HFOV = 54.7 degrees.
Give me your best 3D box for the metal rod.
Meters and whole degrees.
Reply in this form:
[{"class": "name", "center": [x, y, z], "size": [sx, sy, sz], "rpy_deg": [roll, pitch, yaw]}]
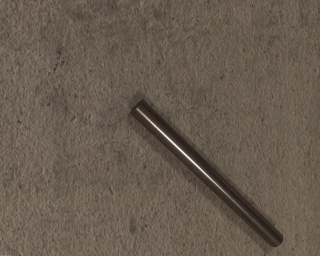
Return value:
[{"class": "metal rod", "center": [0.074, 0.072, 0.438], "size": [0.300, 0.025, 0.025], "rpy_deg": [44, 76, -15]}]
